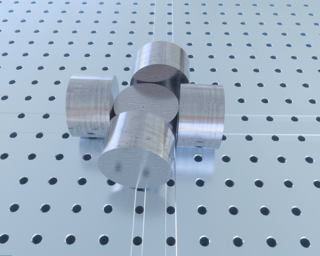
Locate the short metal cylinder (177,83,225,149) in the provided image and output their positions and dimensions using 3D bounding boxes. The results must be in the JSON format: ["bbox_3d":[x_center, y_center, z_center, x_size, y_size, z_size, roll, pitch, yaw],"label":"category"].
[{"bbox_3d":[0.048,-0.015,0.385,0.050,0.080,0.080,3,50,2],"label":"short metal cylinder"}]

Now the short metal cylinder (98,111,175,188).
[{"bbox_3d":[-0.024,0.026,0.348,0.080,0.080,0.050,5,50,4],"label":"short metal cylinder"}]

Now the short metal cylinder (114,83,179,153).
[{"bbox_3d":[-0.017,-0.013,0.403,0.081,0.050,0.080,1,50,-1],"label":"short metal cylinder"}]

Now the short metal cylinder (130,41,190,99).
[{"bbox_3d":[0.001,-0.073,0.433,0.080,0.080,0.050,2,50,2],"label":"short metal cylinder"}]

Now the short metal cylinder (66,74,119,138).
[{"bbox_3d":[-0.083,-0.028,0.394,0.050,0.080,0.080,2,50,0],"label":"short metal cylinder"}]
